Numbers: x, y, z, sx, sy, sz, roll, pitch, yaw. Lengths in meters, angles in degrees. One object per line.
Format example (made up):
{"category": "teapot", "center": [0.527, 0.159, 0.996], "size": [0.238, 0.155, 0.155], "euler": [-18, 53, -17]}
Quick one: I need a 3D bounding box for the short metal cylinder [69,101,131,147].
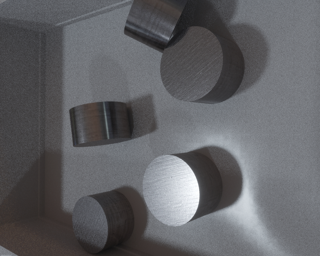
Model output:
{"category": "short metal cylinder", "center": [-0.084, -0.004, 0.438], "size": [0.080, 0.081, 0.050], "euler": [-14, 81, 39]}

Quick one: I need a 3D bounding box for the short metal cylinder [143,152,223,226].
{"category": "short metal cylinder", "center": [0.026, 0.070, 0.367], "size": [0.080, 0.050, 0.079], "euler": [0, 90, 39]}

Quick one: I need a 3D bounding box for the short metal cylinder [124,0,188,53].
{"category": "short metal cylinder", "center": [-0.002, -0.135, 0.362], "size": [0.050, 0.080, 0.079], "euler": [26, 111, -5]}

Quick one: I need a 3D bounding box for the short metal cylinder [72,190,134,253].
{"category": "short metal cylinder", "center": [-0.084, 0.136, 0.458], "size": [0.080, 0.050, 0.079], "euler": [0, 90, 39]}

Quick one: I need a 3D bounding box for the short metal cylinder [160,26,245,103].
{"category": "short metal cylinder", "center": [0.047, -0.068, 0.350], "size": [0.080, 0.050, 0.079], "euler": [0, 90, 39]}
